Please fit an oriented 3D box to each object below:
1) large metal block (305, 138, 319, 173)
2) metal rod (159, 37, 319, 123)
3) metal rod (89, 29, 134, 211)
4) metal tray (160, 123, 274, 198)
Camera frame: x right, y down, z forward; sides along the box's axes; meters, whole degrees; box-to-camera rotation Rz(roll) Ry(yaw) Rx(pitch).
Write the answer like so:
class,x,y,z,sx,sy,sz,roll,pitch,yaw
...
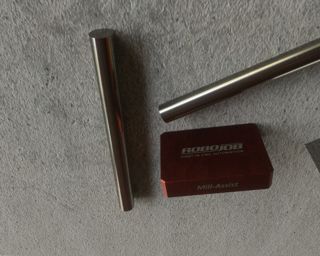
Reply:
class,x,y,z,sx,sy,sz,roll,pitch,yaw
large metal block,0.257,0.047,0.415,0.080,0.080,0.050,-29,125,22
metal rod,0.138,-0.071,0.349,0.300,0.025,0.025,-22,127,17
metal rod,-0.058,0.015,0.418,0.025,0.025,0.298,-1,130,0
metal tray,0.067,0.039,0.398,0.131,0.090,0.030,-6,130,4
